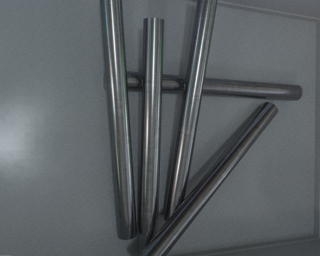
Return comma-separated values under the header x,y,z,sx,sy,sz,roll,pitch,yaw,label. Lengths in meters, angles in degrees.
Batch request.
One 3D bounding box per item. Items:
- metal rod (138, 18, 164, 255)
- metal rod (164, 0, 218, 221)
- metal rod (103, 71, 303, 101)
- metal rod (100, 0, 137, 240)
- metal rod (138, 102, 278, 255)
x,y,z,sx,sy,sz,roll,pitch,yaw,label
-0.012,0.019,0.388,0.025,0.025,0.298,-1,97,-20,metal rod
0.039,-0.023,0.402,0.025,0.025,0.298,6,96,-20,metal rod
0.074,-0.058,0.437,0.302,0.025,0.025,1,90,-20,metal rod
-0.049,-0.010,0.371,0.025,0.025,0.298,-6,100,-20,metal rod
0.072,0.069,0.415,0.301,0.025,0.025,-46,105,-22,metal rod
